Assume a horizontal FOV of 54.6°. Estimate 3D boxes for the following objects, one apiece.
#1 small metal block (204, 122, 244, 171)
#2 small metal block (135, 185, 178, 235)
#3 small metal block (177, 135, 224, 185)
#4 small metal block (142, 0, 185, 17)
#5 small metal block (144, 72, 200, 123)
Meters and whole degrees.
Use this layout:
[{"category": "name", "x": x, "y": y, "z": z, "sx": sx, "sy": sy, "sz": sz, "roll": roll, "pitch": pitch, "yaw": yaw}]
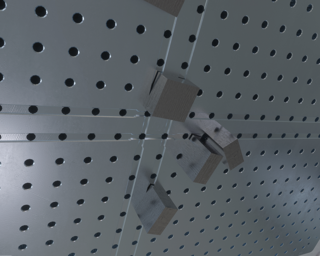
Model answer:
[{"category": "small metal block", "x": 0.095, "y": 0.027, "z": 0.463, "sx": 0.025, "sy": 0.050, "sz": 0.050, "roll": -32, "pitch": 129, "yaw": -7}, {"category": "small metal block", "x": -0.006, "y": 0.123, "z": 0.467, "sx": 0.025, "sy": 0.050, "sz": 0.050, "roll": 23, "pitch": 106, "yaw": -36}, {"category": "small metal block", "x": 0.057, "y": 0.046, "z": 0.454, "sx": 0.025, "sy": 0.050, "sz": 0.050, "roll": 18, "pitch": 109, "yaw": -35}, {"category": "small metal block", "x": 0.003, "y": -0.150, "z": 0.319, "sx": 0.050, "sy": 0.025, "sz": 0.050, "roll": 14, "pitch": 111, "yaw": -34}, {"category": "small metal block", "x": 0.015, "y": -0.038, "z": 0.395, "sx": 0.050, "sy": 0.025, "sz": 0.050, "roll": 10, "pitch": 113, "yaw": -33}]
